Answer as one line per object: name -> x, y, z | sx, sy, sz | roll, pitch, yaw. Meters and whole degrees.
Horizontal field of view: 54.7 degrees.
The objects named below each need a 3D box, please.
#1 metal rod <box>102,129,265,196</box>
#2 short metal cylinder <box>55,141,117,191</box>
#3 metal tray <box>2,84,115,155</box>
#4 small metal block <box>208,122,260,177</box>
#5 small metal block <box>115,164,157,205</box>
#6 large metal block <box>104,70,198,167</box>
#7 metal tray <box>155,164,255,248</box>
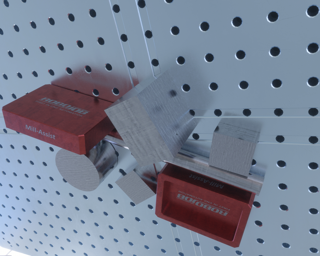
metal rod -> -0.009, 0.029, 0.434 | 0.301, 0.025, 0.025 | 18, 126, 17
short metal cylinder -> -0.115, 0.052, 0.487 | 0.080, 0.050, 0.079 | 13, 124, 21
metal tray -> -0.134, -0.017, 0.428 | 0.130, 0.090, 0.030 | 17, 125, 18
small metal block -> 0.090, 0.026, 0.380 | 0.050, 0.025, 0.050 | 16, 125, 19
small metal block -> -0.033, 0.086, 0.483 | 0.050, 0.025, 0.050 | 48, 129, -6
large metal block -> -0.007, -0.013, 0.373 | 0.050, 0.080, 0.080 | -20, 108, 36
metal tray -> 0.060, 0.109, 0.443 | 0.130, 0.030, 0.089 | 17, 126, 18
